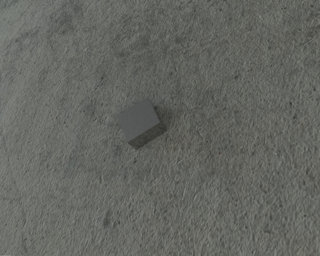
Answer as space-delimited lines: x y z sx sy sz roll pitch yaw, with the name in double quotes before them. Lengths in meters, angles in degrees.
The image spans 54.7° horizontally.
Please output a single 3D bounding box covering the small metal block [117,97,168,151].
"small metal block" -0.024 -0.006 0.421 0.050 0.025 0.050 -32 52 7
